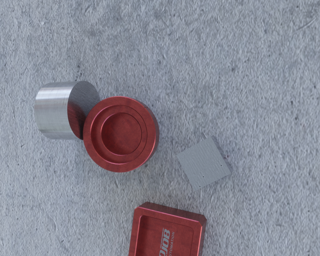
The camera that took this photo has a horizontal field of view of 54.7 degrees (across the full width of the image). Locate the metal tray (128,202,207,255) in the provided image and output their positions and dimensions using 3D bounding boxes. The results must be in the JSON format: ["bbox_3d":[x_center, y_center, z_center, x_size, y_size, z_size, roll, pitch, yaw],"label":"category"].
[{"bbox_3d":[0.006,0.171,0.404,0.090,0.030,0.129,9,93,19],"label":"metal tray"}]

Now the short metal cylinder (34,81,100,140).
[{"bbox_3d":[-0.123,-0.023,0.423,0.050,0.080,0.080,0,90,20],"label":"short metal cylinder"}]

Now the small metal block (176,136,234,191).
[{"bbox_3d":[0.056,0.044,0.389,0.050,0.025,0.050,-30,80,17],"label":"small metal block"}]

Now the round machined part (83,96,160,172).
[{"bbox_3d":[-0.048,0.007,0.413,0.098,0.042,0.097,0,91,13],"label":"round machined part"}]
